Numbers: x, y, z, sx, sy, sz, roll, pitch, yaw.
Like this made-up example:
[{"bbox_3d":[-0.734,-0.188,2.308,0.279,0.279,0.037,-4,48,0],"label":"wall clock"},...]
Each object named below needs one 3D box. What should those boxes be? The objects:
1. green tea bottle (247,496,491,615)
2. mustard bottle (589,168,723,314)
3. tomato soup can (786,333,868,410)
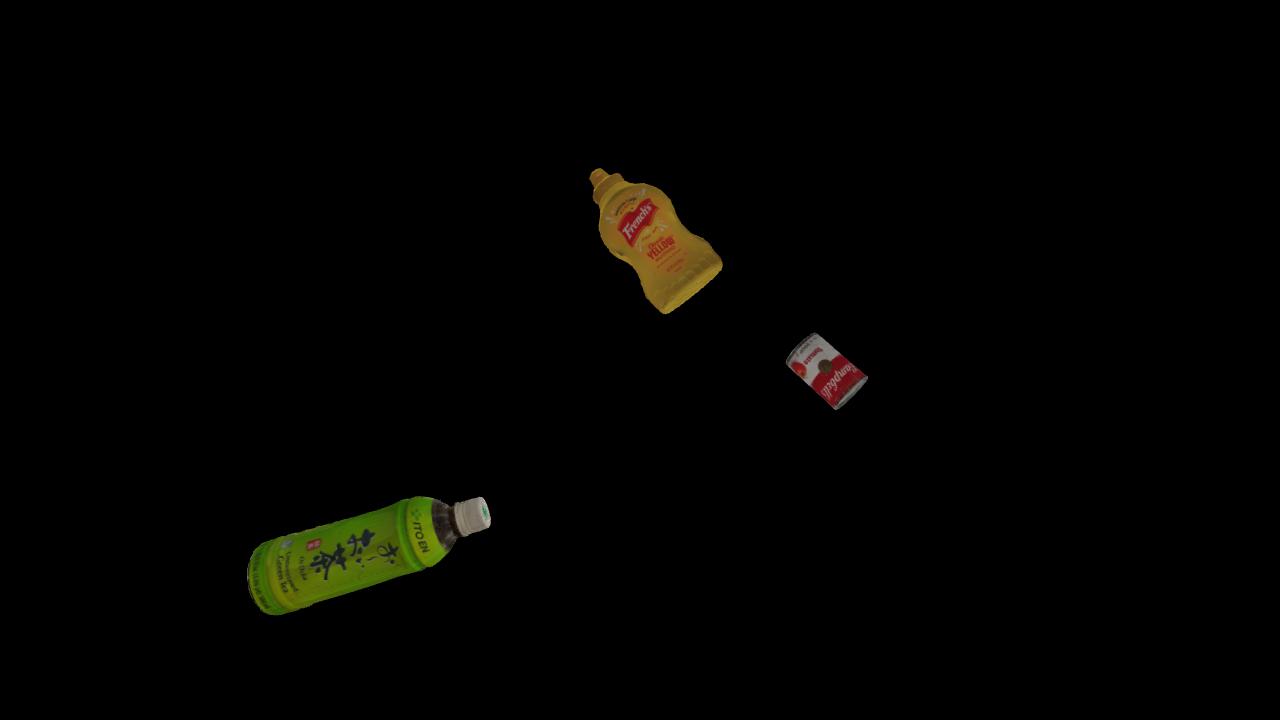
[{"bbox_3d":[-0.246,0.174,0.577,0.212,0.073,0.073,-16,1,-3],"label":"green tea bottle"},{"bbox_3d":[0.003,-0.147,0.698,0.092,0.184,0.054,-40,-10,8],"label":"mustard bottle"},{"bbox_3d":[0.276,0.015,0.912,0.101,0.068,0.068,47,23,23],"label":"tomato soup can"}]
